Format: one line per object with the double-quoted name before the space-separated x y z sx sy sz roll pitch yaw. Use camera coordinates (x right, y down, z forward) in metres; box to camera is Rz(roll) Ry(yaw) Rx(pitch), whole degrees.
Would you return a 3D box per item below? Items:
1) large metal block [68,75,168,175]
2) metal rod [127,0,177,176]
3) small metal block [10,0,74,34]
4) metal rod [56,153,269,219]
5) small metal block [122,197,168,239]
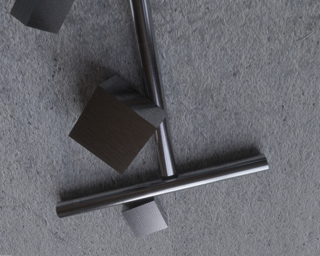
"large metal block" -0.050 -0.004 0.379 0.080 0.050 0.080 37 117 -1
"metal rod" -0.013 -0.077 0.381 0.025 0.025 0.298 -9 110 3
"small metal block" -0.127 -0.136 0.341 0.025 0.050 0.050 38 107 12
"metal rod" 0.000 0.083 0.440 0.301 0.025 0.025 -14 110 4
"small metal block" -0.021 0.128 0.457 0.050 0.025 0.050 -22 109 7
